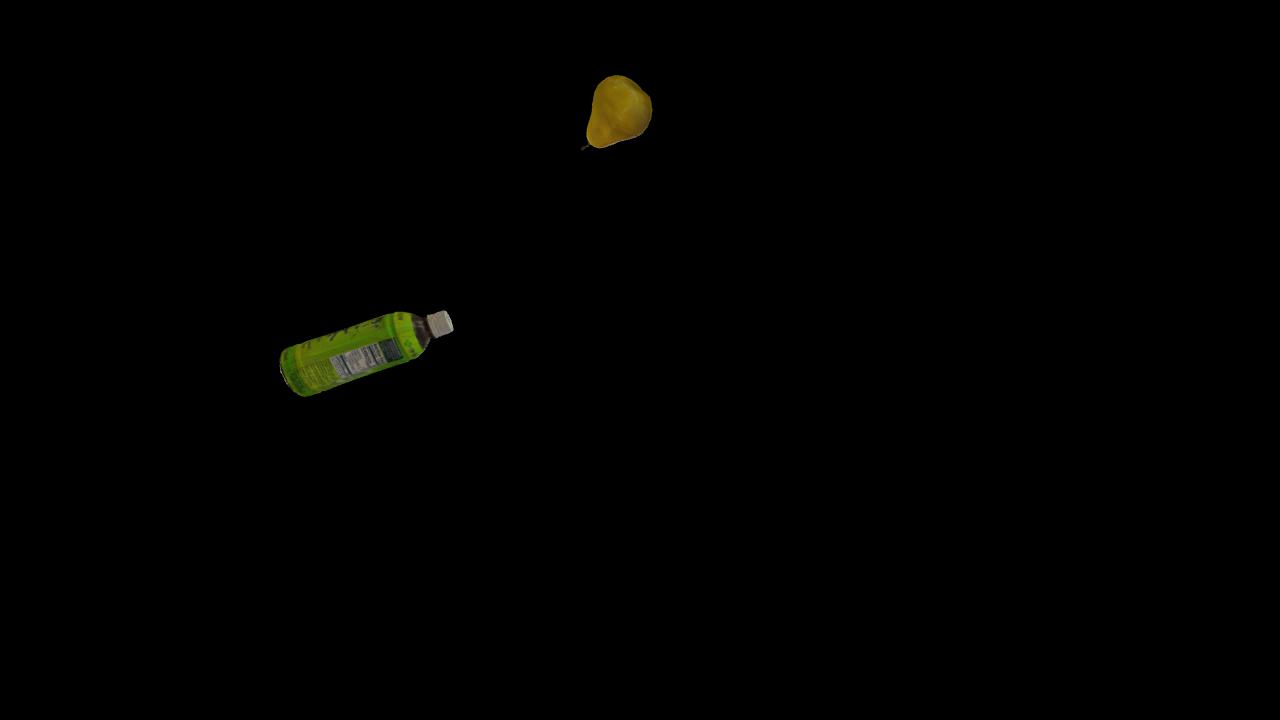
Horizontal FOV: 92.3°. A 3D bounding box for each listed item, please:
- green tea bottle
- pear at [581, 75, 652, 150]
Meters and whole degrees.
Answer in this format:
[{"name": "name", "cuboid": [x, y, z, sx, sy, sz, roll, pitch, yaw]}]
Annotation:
[{"name": "green tea bottle", "cuboid": [-0.351, -0.016, 0.807, 0.212, 0.073, 0.073, -18, 2, -5]}, {"name": "pear", "cuboid": [-0.037, -0.303, 0.788, 0.080, 0.080, 0.111, 0, -41, -51]}]
